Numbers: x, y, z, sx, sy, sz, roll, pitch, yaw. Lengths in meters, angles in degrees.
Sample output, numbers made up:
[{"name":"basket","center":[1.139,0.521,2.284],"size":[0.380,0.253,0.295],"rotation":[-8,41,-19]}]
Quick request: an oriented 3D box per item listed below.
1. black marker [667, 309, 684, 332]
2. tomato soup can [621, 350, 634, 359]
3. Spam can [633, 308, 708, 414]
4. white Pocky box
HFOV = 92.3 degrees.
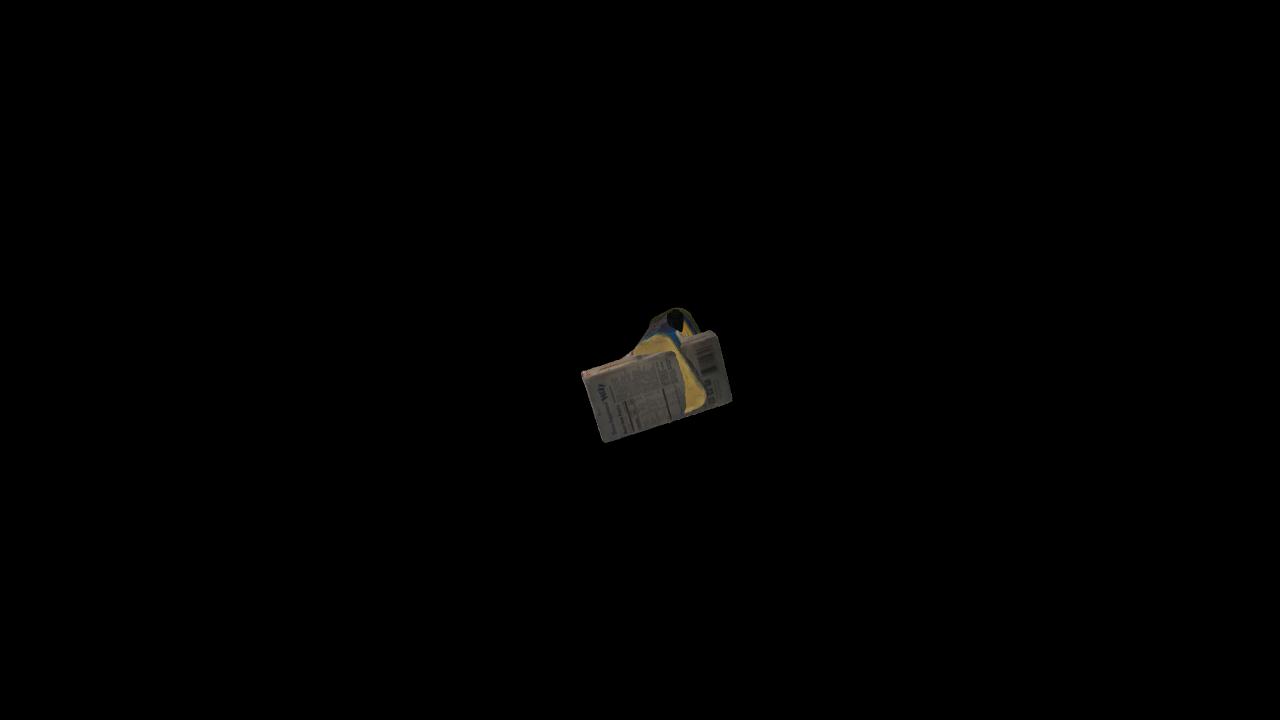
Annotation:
[{"name":"black marker","center":[0.042,-0.006,0.709],"size":[0.020,0.121,0.020],"rotation":[-2,38,2]},{"name":"tomato soup can","center":[0.005,0.017,0.757],"size":[0.101,0.068,0.068],"rotation":[-36,-12,17]},{"name":"Spam can","center":[0.044,0.001,0.706],"size":[0.058,0.101,0.085],"rotation":[-28,14,25]},{"name":"white Pocky box","center":[0.020,0.030,0.680],"size":[0.154,0.084,0.028],"rotation":[-18,21,-5]}]
